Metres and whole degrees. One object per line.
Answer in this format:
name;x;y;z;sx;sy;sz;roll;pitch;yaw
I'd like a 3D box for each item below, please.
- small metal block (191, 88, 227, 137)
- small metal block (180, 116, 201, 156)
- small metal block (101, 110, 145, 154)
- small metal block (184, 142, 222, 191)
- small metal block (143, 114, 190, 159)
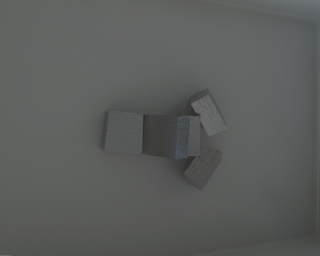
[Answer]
small metal block;0.066;-0.023;0.418;0.025;0.050;0.050;-28;102;15
small metal block;0.030;0.010;0.408;0.025;0.050;0.050;1;90;-20
small metal block;-0.045;0.005;0.392;0.050;0.025;0.050;7;88;-20
small metal block;0.058;0.053;0.416;0.025;0.050;0.050;32;76;18
small metal block;0.007;0.010;0.380;0.025;0.050;0.050;1;93;-52
